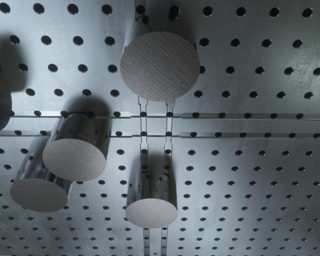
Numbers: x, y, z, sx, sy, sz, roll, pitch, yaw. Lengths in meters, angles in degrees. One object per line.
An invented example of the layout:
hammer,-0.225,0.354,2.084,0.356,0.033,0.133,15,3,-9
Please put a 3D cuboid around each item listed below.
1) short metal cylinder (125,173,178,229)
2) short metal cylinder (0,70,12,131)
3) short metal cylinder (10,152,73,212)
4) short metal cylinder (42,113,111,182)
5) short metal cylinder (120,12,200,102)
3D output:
short metal cylinder,-0.013,0.117,0.494,0.081,0.050,0.079,0,130,0
short metal cylinder,-0.212,-0.033,0.346,0.050,0.080,0.080,-6,130,5
short metal cylinder,-0.173,0.082,0.463,0.081,0.050,0.079,0,130,0
short metal cylinder,-0.110,0.027,0.417,0.081,0.050,0.079,0,130,0
short metal cylinder,0.000,-0.075,0.331,0.081,0.050,0.079,0,130,0
